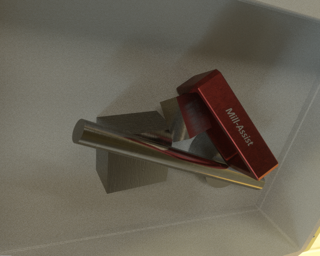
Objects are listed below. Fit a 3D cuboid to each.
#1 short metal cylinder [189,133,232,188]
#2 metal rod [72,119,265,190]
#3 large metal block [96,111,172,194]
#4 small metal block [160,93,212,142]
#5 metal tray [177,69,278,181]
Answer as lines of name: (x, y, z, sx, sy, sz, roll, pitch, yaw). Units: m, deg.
short metal cylinder: (0.090, 0.043, 0.469, 0.081, 0.050, 0.079, -14, 125, -21)
metal rod: (0.036, 0.043, 0.389, 0.302, 0.025, 0.025, 19, 108, -36)
large metal block: (-0.034, 0.028, 0.391, 0.081, 0.050, 0.079, -8, 122, -25)
small metal block: (0.032, -0.015, 0.373, 0.050, 0.025, 0.050, -23, 96, -48)
metal tray: (0.077, -0.005, 0.374, 0.030, 0.090, 0.130, -36, 100, -6)
